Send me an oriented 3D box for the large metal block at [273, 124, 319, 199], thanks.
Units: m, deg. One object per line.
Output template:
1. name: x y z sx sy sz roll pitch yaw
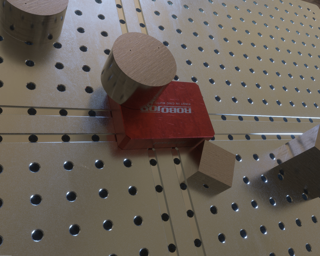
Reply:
1. large metal block: 0.236 0.053 0.468 0.080 0.080 0.050 39 51 -2

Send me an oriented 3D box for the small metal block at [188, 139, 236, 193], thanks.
1. small metal block: 0.071 0.051 0.415 0.050 0.025 0.050 27 52 -12

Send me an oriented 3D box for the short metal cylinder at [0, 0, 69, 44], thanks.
1. short metal cylinder: -0.164 -0.157 0.399 0.081 0.050 0.080 14 56 -21

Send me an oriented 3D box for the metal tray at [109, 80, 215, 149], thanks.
1. metal tray: 0.003 -0.020 0.419 0.131 0.030 0.090 -1 62 -29

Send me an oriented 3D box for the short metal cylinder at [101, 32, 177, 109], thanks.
1. short metal cylinder: -0.027 -0.070 0.381 0.081 0.050 0.080 14 56 -21
